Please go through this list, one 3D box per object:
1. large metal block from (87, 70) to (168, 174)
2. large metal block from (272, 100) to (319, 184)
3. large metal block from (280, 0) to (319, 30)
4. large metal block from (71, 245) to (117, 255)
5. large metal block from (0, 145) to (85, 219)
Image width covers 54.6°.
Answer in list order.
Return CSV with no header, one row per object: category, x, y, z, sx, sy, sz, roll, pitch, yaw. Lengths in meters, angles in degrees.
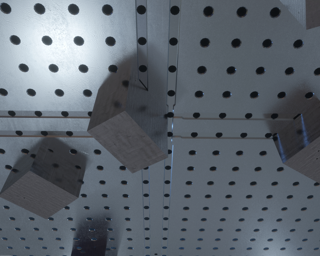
large metal block,-0.034,-0.007,0.369,0.050,0.080,0.080,-27,125,21
large metal block,0.216,0.022,0.415,0.080,0.050,0.080,27,125,-21
large metal block,0.132,-0.141,0.256,0.050,0.080,0.080,-14,129,11
large metal block,-0.138,0.291,0.622,0.080,0.080,0.050,-16,128,13
large metal block,-0.174,0.083,0.464,0.080,0.050,0.080,-35,122,26
